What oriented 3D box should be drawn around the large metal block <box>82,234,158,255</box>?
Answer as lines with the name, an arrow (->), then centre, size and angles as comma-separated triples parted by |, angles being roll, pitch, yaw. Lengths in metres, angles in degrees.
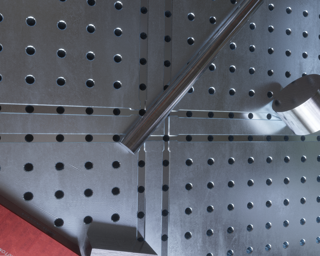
large metal block -> -0.057, 0.182, 0.380 | 0.081, 0.050, 0.080 | 15, 85, -20

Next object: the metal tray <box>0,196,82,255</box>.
metal tray -> -0.167, 0.146, 0.349 | 0.130, 0.030, 0.090 | 41, 77, -16

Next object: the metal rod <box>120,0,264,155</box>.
metal rod -> 0.052, -0.085, 0.432 | 0.025, 0.025, 0.300 | 44, 76, -15

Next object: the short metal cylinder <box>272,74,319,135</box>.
short metal cylinder -> 0.219, -0.035, 0.466 | 0.050, 0.080, 0.080 | 45, 76, -15
